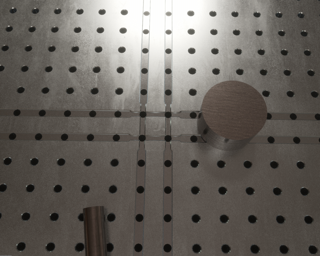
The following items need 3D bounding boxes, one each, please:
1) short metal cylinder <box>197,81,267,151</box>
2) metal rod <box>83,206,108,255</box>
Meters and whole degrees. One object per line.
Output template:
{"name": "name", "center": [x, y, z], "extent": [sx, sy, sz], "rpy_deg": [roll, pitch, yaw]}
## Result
{"name": "short metal cylinder", "center": [0.092, -0.015, 0.405], "extent": [0.081, 0.050, 0.080], "rpy_deg": [0, 70, 0]}
{"name": "metal rod", "center": [-0.060, 0.236, 0.324], "extent": [0.025, 0.025, 0.299], "rpy_deg": [-7, 70, -3]}
